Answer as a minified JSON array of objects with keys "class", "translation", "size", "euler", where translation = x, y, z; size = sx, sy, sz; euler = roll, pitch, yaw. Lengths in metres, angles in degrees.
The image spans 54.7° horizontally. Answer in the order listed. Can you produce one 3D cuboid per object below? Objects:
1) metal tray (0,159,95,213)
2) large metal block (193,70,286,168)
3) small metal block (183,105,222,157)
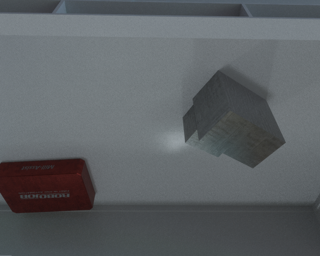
[{"class":"metal tray","translation":[-0.175,0.092,0.481],"size":[0.131,0.030,0.089],"euler":[-3,130,2]},{"class":"large metal block","translation":[0.089,-0.011,0.365],"size":[0.080,0.080,0.050],"euler":[27,125,-21]},{"class":"small metal block","translation":[0.059,0.003,0.397],"size":[0.050,0.050,0.025],"euler":[24,126,-19]}]
